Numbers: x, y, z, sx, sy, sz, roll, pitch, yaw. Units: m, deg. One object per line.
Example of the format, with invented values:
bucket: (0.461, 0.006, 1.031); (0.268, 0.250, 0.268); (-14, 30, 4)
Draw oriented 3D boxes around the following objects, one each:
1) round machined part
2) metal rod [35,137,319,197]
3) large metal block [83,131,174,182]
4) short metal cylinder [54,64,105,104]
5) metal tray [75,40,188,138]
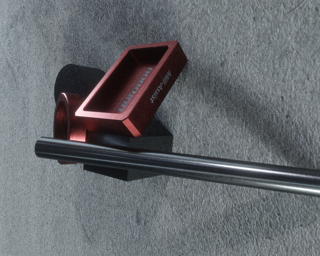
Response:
round machined part: (-0.117, 0.001, 0.431); (0.098, 0.042, 0.097); (-3, 86, 60)
metal rod: (0.006, 0.037, 0.323); (0.301, 0.025, 0.025); (6, 94, 15)
large metal block: (-0.040, 0.032, 0.401); (0.080, 0.081, 0.050); (6, 94, 39)
short metal cylinder: (-0.122, -0.057, 0.488); (0.080, 0.050, 0.079); (0, 90, 39)
metal tray: (-0.033, -0.051, 0.379); (0.090, 0.030, 0.130); (6, 54, 39)
